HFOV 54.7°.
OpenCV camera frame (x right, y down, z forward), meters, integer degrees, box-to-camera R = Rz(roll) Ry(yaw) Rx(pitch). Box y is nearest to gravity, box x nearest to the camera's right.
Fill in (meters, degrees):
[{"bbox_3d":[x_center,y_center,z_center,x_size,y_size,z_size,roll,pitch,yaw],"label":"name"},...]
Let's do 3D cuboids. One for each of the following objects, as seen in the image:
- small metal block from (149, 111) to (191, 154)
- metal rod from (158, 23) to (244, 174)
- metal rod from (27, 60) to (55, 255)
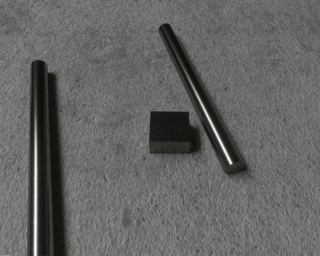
[{"bbox_3d":[0.012,0.005,0.399,0.050,0.025,0.050,1,50,0],"label":"small metal block"},{"bbox_3d":[0.048,-0.064,0.456,0.025,0.025,0.300,-12,51,-10],"label":"metal rod"},{"bbox_3d":[-0.151,0.016,0.388,0.025,0.025,0.300,-11,51,-9],"label":"metal rod"}]
